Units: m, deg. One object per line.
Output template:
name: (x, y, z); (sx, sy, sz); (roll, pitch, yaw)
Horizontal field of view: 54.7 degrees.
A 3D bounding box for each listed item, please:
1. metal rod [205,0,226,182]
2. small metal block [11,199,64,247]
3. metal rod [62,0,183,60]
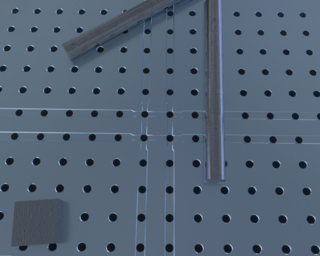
metal rod: (0.077, -0.074, 0.439); (0.025, 0.025, 0.299); (3, 70, 1)
small metal block: (-0.144, 0.113, 0.369); (0.050, 0.025, 0.050); (-4, 70, -2)
metal rod: (-0.011, -0.188, 0.480); (0.301, 0.025, 0.025); (-32, 73, -11)
